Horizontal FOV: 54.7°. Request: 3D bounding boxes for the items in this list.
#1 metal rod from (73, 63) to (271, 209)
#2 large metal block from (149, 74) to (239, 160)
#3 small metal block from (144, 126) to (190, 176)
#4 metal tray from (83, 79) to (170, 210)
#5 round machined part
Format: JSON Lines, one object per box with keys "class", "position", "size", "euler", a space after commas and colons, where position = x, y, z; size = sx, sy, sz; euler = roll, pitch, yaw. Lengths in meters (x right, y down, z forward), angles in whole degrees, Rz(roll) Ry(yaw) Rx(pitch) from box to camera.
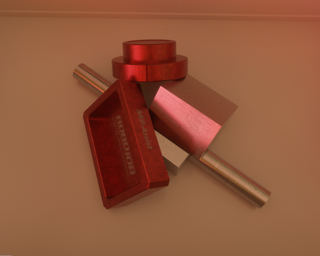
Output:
{"class": "metal rod", "position": [0.007, 0.004, 0.407], "size": [0.300, 0.025, 0.025], "euler": [35, 74, 11]}
{"class": "large metal block", "position": [0.040, -0.018, 0.381], "size": [0.080, 0.050, 0.080], "euler": [35, 31, 12]}
{"class": "small metal block", "position": [0.009, 0.030, 0.384], "size": [0.050, 0.050, 0.025], "euler": [36, 74, 12]}
{"class": "metal tray", "position": [-0.045, 0.020, 0.367], "size": [0.030, 0.090, 0.130], "euler": [2, 63, -44]}
{"class": "round machined part", "position": [-0.013, -0.091, 0.400], "size": [0.099, 0.098, 0.042], "euler": [-2, 111, -1]}
